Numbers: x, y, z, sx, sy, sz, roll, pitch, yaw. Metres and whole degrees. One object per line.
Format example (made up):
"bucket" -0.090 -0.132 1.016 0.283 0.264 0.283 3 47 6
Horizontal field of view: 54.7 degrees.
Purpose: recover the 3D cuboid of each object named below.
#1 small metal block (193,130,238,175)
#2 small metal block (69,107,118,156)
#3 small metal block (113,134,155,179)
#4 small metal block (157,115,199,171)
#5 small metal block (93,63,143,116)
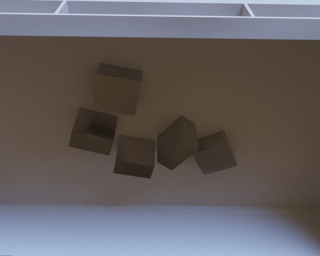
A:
"small metal block" 0.077 0.036 0.440 0.050 0.025 0.050 -19 128 15
"small metal block" -0.084 0.004 0.395 0.050 0.050 0.025 14 129 -12
"small metal block" -0.035 0.039 0.425 0.050 0.050 0.025 10 129 -9
"small metal block" 0.022 0.019 0.409 0.025 0.050 0.050 33 123 -25
"small metal block" -0.050 -0.045 0.370 0.050 0.025 0.050 9 130 -8
